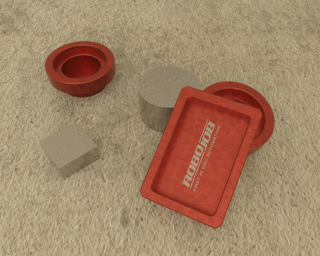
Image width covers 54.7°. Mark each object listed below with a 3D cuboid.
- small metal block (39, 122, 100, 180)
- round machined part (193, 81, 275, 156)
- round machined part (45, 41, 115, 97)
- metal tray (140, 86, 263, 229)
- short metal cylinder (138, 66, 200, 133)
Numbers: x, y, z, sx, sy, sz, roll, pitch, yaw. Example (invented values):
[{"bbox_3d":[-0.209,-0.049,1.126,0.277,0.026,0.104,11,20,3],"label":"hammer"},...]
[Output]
[{"bbox_3d":[-0.110,0.027,0.379,0.050,0.025,0.050,-32,57,-24],"label":"small metal block"},{"bbox_3d":[0.088,-0.008,0.391,0.099,0.042,0.098,3,61,-5],"label":"round machined part"},{"bbox_3d":[-0.115,-0.083,0.461,0.099,0.042,0.098,0,50,0],"label":"round machined part"},{"bbox_3d":[0.045,0.029,0.336,0.090,0.030,0.130,20,83,16],"label":"metal tray"},{"bbox_3d":[0.012,-0.039,0.420,0.081,0.050,0.080,0,50,0],"label":"short metal cylinder"}]
